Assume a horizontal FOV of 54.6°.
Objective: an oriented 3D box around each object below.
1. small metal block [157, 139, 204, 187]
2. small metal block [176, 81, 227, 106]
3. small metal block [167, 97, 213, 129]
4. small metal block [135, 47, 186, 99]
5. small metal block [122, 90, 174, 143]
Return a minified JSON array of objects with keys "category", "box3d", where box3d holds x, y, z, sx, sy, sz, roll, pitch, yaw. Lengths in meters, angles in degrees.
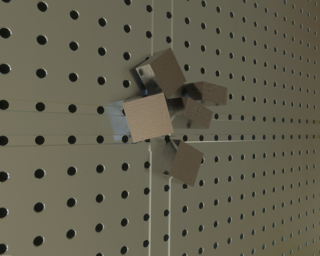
[{"category":"small metal block","box3d":[0.029,0.049,0.433,0.050,0.025,0.050,31,71,-36]},{"category":"small metal block","box3d":[0.059,-0.047,0.441,0.050,0.050,0.025,7,86,-40]},{"category":"small metal block","box3d":[0.034,-0.019,0.420,0.050,0.050,0.025,26,74,-37]},{"category":"small metal block","box3d":[0.003,-0.070,0.406,0.050,0.025,0.050,-47,118,-39]},{"category":"small metal block","box3d":[-0.014,-0.015,0.379,0.050,0.025,0.050,-15,103,1]}]
